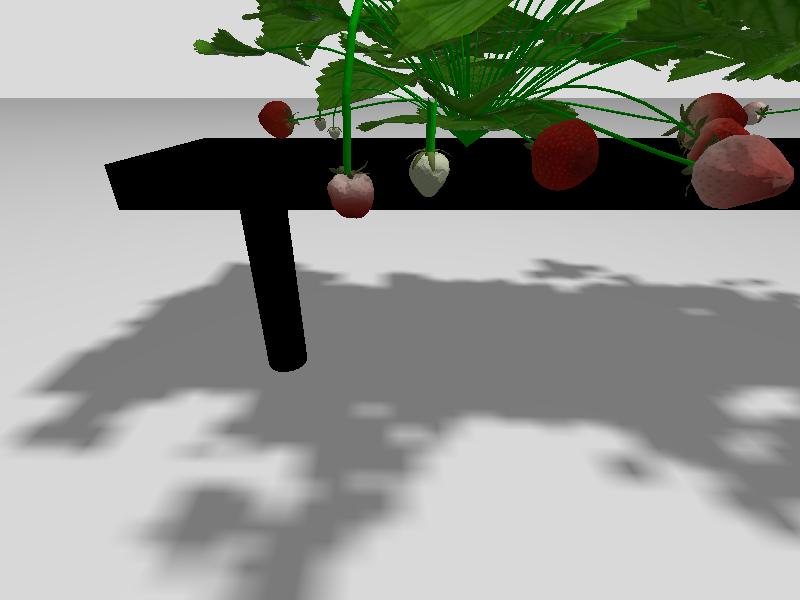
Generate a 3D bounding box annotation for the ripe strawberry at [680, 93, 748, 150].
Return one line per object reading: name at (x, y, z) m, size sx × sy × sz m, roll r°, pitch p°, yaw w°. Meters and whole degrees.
ripe strawberry at (0.241, -0.135, 0.306) m, size 0.042 × 0.041 × 0.039 m, roll 3°, pitch 28°, yaw 4°

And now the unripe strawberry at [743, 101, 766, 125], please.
unripe strawberry at (0.449, -0.239, 0.514) m, size 0.027 × 0.028 × 0.029 m, roll -7°, pitch 28°, yaw -13°

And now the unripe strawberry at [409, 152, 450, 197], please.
unripe strawberry at (0.008, -0.034, 0.107) m, size 0.011 × 0.011 × 0.011 m, roll 5°, pitch 29°, yaw 10°

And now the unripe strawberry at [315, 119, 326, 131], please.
unripe strawberry at (-0.081, -0.179, 0.410) m, size 0.011 × 0.011 × 0.011 m, roll 18°, pitch 33°, yaw 31°

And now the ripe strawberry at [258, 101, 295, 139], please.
ripe strawberry at (-0.120, -0.172, 0.383) m, size 0.034 × 0.033 × 0.032 m, roll 10°, pitch 30°, yaw 19°

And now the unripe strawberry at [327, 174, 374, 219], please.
unripe strawberry at (-0.015, -0.033, 0.126) m, size 0.015 × 0.014 × 0.014 m, roll 8°, pitch 29°, yaw 15°

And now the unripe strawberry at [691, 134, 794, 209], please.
unripe strawberry at (0.129, -0.047, 0.150) m, size 0.031 × 0.028 × 0.028 m, roll -10°, pitch 30°, yaw -18°

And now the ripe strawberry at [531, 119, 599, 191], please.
ripe strawberry at (0.077, -0.066, 0.185) m, size 0.030 × 0.032 × 0.033 m, roll -4°, pitch 29°, yaw -7°

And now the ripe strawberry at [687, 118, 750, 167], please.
ripe strawberry at (0.169, -0.079, 0.211) m, size 0.025 × 0.028 × 0.027 m, roll -23°, pitch 52°, yaw -36°

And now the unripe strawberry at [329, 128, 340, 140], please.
unripe strawberry at (-0.059, -0.151, 0.363) m, size 0.010 × 0.010 × 0.011 m, roll 10°, pitch 30°, yaw 17°
